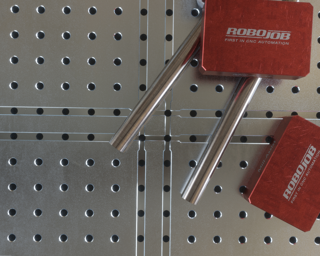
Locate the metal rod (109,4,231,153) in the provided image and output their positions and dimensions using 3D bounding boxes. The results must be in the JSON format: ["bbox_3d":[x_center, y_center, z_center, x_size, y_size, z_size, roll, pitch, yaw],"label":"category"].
[{"bbox_3d":[0.031,-0.095,0.413,0.025,0.025,0.299,36,90,-1],"label":"metal rod"}]

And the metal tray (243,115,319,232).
[{"bbox_3d":[0.182,0.059,0.413,0.090,0.030,0.130,28,90,-1],"label":"metal tray"}]

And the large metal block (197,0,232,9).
[{"bbox_3d":[0.082,-0.205,0.383,0.080,0.050,0.080,-5,76,16],"label":"large metal block"}]

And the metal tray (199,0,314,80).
[{"bbox_3d":[0.118,-0.110,0.386,0.131,0.030,0.089,3,90,-1],"label":"metal tray"}]

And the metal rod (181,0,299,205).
[{"bbox_3d":[0.108,-0.036,0.414,0.025,0.025,0.299,27,90,-1],"label":"metal rod"}]
